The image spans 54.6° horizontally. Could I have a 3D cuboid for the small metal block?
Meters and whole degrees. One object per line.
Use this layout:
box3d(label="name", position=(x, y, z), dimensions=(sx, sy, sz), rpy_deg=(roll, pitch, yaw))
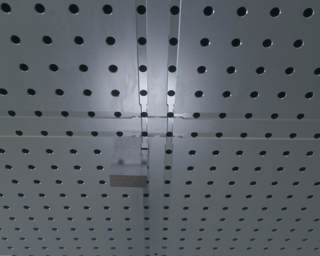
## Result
box3d(label="small metal block", position=(-0.043, 0.057, 0.443), dimensions=(0.050, 0.050, 0.025), rpy_deg=(2, 130, -2))
